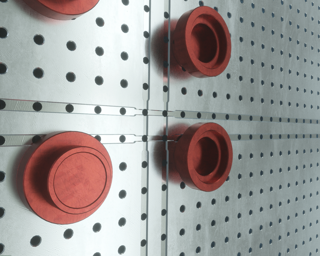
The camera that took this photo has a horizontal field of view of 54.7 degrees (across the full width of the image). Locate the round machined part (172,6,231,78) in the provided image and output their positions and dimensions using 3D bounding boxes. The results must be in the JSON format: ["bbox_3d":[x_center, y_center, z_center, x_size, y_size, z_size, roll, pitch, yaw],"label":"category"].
[{"bbox_3d":[0.056,-0.120,0.447,0.099,0.042,0.097,0,90,-40],"label":"round machined part"}]

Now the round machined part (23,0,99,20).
[{"bbox_3d":[-0.100,-0.165,0.315,0.099,0.042,0.097,0,90,-40],"label":"round machined part"}]

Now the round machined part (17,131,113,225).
[{"bbox_3d":[-0.091,0.052,0.323,0.099,0.042,0.097,0,90,-40],"label":"round machined part"}]

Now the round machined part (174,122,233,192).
[{"bbox_3d":[0.059,0.041,0.450,0.099,0.042,0.097,0,90,-40],"label":"round machined part"}]
